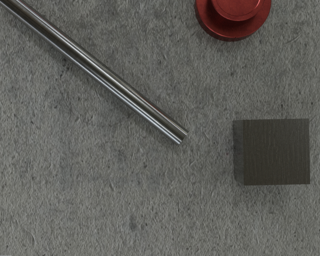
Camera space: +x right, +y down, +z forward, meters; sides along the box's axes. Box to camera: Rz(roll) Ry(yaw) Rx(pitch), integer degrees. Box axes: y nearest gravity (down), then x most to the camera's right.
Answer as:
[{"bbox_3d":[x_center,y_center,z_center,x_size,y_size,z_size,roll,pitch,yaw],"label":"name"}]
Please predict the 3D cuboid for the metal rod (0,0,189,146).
[{"bbox_3d":[-0.087,-0.079,0.409,0.300,0.025,0.025,38,90,0],"label":"metal rod"}]

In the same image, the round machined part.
[{"bbox_3d":[0.096,-0.166,0.402,0.099,0.042,0.097,0,90,0],"label":"round machined part"}]

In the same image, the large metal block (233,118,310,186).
[{"bbox_3d":[0.141,0.029,0.399,0.081,0.050,0.080,-1,90,0],"label":"large metal block"}]
